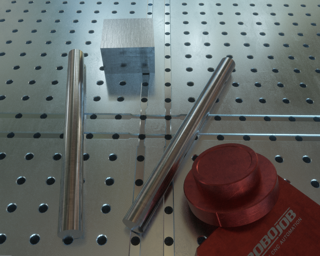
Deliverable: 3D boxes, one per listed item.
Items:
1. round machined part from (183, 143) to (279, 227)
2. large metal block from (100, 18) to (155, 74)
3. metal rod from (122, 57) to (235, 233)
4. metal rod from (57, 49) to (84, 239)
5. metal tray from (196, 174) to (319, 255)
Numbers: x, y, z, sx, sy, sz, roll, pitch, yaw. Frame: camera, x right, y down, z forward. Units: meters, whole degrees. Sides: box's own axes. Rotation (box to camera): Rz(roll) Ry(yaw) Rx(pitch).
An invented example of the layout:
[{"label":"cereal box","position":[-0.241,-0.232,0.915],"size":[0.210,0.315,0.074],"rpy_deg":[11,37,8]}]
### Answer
[{"label":"round machined part","position":[0.072,0.052,0.328],"size":[0.098,0.042,0.098],"rpy_deg":[-16,28,9]},{"label":"large metal block","position":[-0.050,-0.134,0.503],"size":[0.081,0.050,0.080],"rpy_deg":[-2,50,-2]},{"label":"metal rod","position":[0.040,0.000,0.408],"size":[0.025,0.025,0.301],"rpy_deg":[22,53,17]},{"label":"metal rod","position":[-0.114,-0.005,0.410],"size":[0.025,0.025,0.300],"rpy_deg":[-6,50,-6]},{"label":"metal tray","position":[0.110,0.116,0.308],"size":[0.131,0.030,0.090],"rpy_deg":[-36,59,-27]}]
